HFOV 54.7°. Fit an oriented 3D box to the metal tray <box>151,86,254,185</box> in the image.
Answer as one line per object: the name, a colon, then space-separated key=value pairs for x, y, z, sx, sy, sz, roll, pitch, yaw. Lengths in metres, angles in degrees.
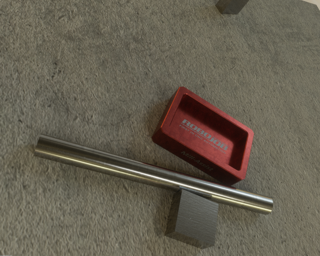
metal tray: x=0.063 y=0.011 z=0.429 sx=0.130 sy=0.030 sz=0.090 roll=31 pitch=51 yaw=-9

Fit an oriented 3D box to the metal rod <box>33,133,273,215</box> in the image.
metal rod: x=0.008 y=0.061 z=0.372 sx=0.302 sy=0.025 sz=0.025 roll=18 pitch=55 yaw=-18

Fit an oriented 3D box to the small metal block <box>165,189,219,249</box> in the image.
small metal block: x=0.038 y=0.107 z=0.361 sx=0.050 sy=0.025 sz=0.050 roll=25 pitch=53 yaw=-14

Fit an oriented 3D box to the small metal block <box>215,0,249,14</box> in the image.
small metal block: x=0.150 y=-0.259 z=0.630 sx=0.050 sy=0.050 sz=0.025 roll=-14 pitch=69 yaw=-34
